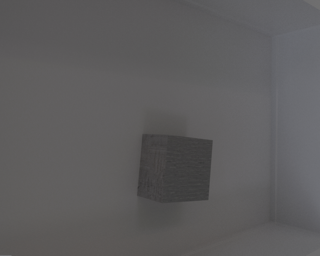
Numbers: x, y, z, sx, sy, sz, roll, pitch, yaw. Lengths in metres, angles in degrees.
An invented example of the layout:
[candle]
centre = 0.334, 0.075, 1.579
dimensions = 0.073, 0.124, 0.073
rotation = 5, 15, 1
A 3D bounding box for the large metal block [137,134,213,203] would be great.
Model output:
[large metal block]
centre = 0.021, 0.052, 0.407
dimensions = 0.081, 0.050, 0.080
rotation = 8, 85, -40
